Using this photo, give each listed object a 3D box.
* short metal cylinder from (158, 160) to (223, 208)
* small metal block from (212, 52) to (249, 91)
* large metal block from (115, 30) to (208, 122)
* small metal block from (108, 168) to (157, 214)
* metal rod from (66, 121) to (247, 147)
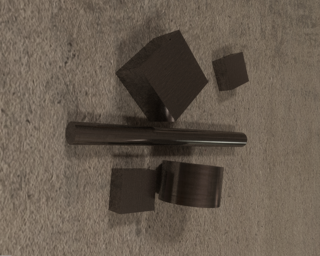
[{"bbox_3d":[0.041,0.072,0.405,0.081,0.080,0.050,11,83,-40],"label":"short metal cylinder"},{"bbox_3d":[0.116,-0.092,0.504,0.050,0.025,0.050,-28,108,-37],"label":"small metal block"},{"bbox_3d":[0.005,-0.064,0.394,0.080,0.050,0.080,-50,120,-28],"label":"large metal block"},{"bbox_3d":[-0.033,0.076,0.379,0.050,0.025,0.050,7,86,-40],"label":"small metal block"},{"bbox_3d":[0.021,0.013,0.424,0.302,0.025,0.025,4,88,-40],"label":"metal rod"}]
